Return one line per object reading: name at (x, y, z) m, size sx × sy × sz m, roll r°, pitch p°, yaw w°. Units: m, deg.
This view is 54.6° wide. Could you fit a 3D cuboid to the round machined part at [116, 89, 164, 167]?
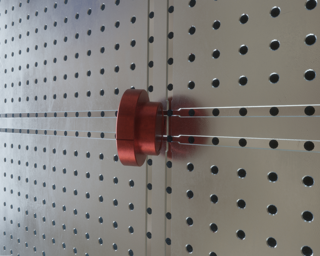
round machined part at (-0.020, 0.000, 0.392) m, size 0.042 × 0.098 × 0.097 m, roll 3°, pitch 92°, yaw 9°
